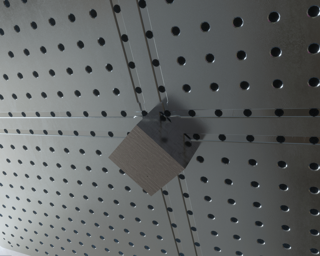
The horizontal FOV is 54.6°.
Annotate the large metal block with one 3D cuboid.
[{"bbox_3d":[-0.010,0.033,0.421,0.080,0.050,0.080,42,129,-1],"label":"large metal block"}]
